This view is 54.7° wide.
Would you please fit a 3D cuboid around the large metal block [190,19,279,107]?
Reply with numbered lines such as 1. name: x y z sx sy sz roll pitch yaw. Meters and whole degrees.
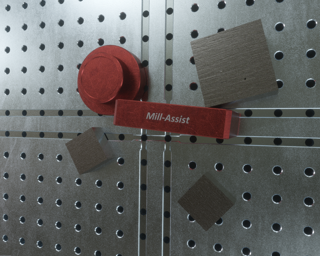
1. large metal block: 0.089 -0.071 0.368 0.080 0.050 0.080 -14 85 19

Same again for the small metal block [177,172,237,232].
1. small metal block: 0.059 0.092 0.391 0.050 0.025 0.050 44 103 14

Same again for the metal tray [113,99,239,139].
1. metal tray: 0.023 -0.011 0.369 0.130 0.090 0.030 7 93 19

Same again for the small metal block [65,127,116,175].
1. small metal block: -0.100 0.033 0.447 0.050 0.025 0.050 -30 80 17

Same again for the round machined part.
1. round machined part: -0.073 -0.066 0.428 0.098 0.042 0.097 0 90 19
